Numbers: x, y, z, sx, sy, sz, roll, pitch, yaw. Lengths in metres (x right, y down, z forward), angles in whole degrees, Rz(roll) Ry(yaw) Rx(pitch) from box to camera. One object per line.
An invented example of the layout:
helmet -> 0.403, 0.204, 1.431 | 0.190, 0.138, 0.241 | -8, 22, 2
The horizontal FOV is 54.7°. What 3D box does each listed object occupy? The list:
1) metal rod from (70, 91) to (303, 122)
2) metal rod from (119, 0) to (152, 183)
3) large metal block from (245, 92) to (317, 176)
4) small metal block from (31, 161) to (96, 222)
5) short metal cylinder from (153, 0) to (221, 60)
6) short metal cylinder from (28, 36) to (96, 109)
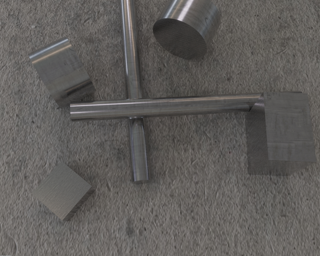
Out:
metal rod -> 0.041, -0.029, 0.400 | 0.302, 0.025, 0.025 | -4, 70, -9
metal rod -> -0.037, -0.073, 0.434 | 0.025, 0.025, 0.299 | -5, 70, -2
large metal block -> 0.141, 0.011, 0.376 | 0.050, 0.080, 0.080 | 2, 70, 1
small metal block -> -0.116, 0.077, 0.379 | 0.050, 0.025, 0.050 | 37, 74, 12
short metal cylinder -> 0.037, -0.141, 0.431 | 0.080, 0.080, 0.050 | 24, 72, 8
short metal cylinder -> -0.126, -0.072, 0.404 | 0.050, 0.080, 0.080 | -30, 73, -10
